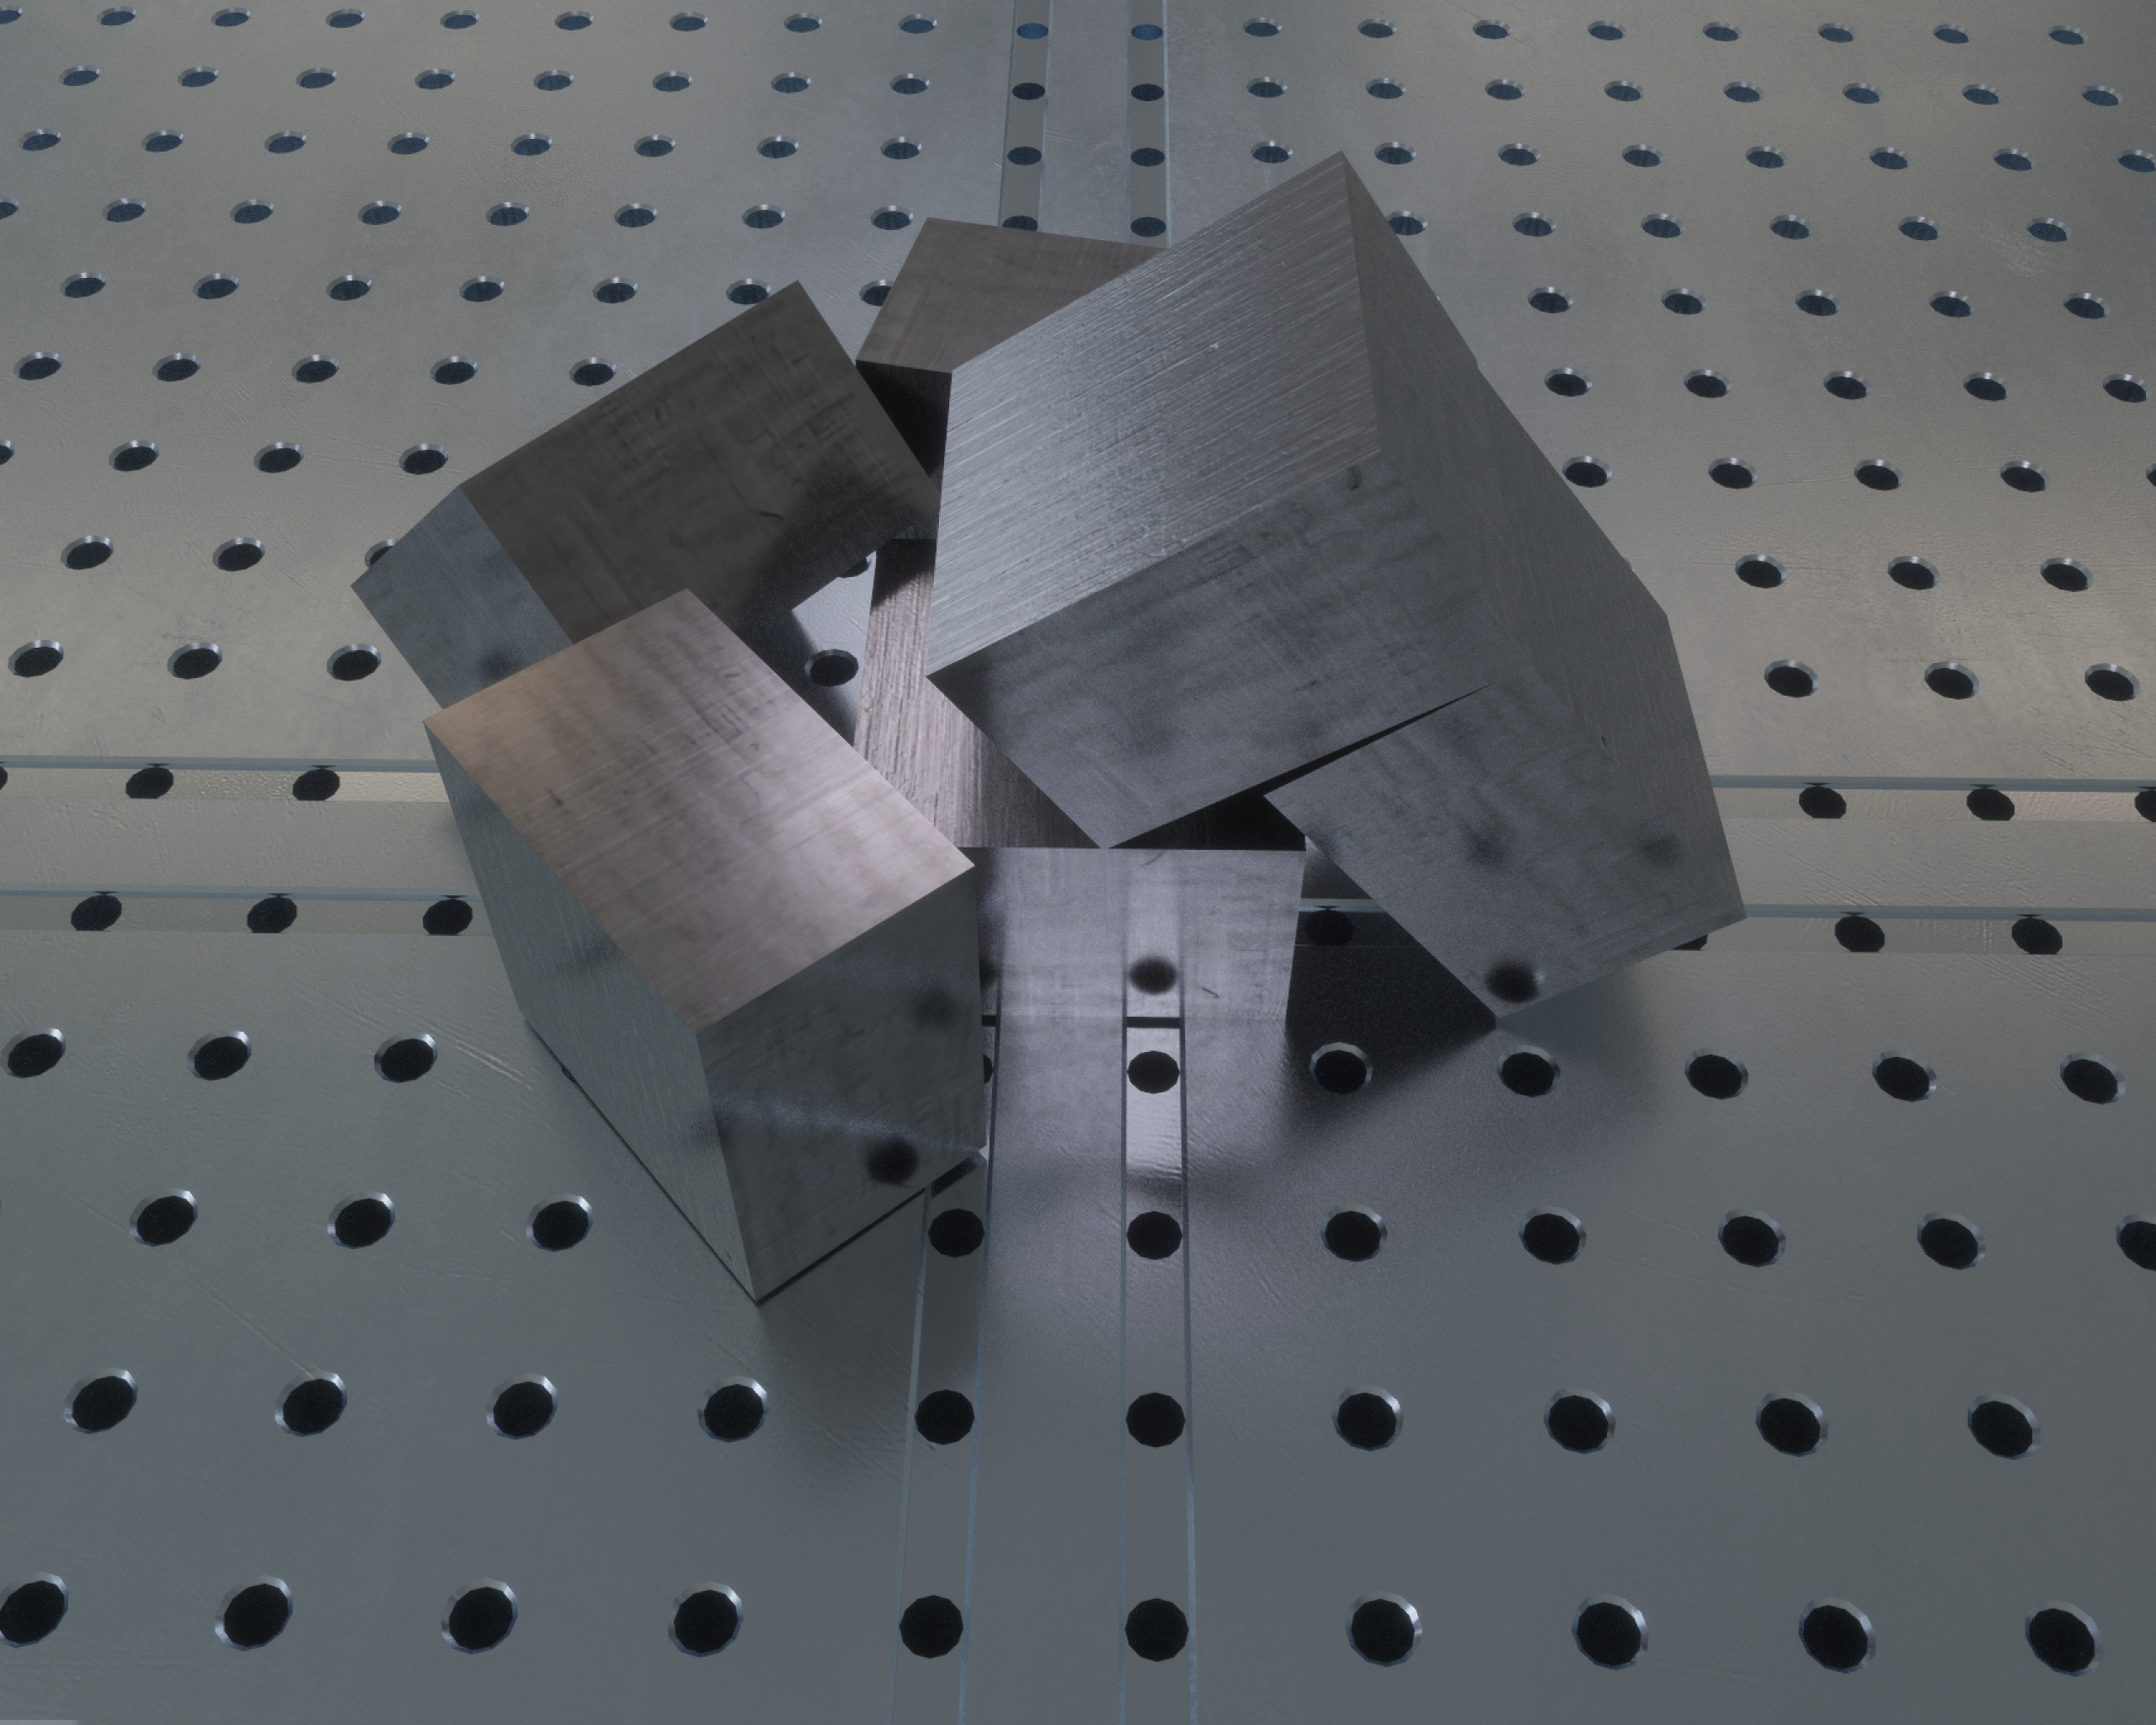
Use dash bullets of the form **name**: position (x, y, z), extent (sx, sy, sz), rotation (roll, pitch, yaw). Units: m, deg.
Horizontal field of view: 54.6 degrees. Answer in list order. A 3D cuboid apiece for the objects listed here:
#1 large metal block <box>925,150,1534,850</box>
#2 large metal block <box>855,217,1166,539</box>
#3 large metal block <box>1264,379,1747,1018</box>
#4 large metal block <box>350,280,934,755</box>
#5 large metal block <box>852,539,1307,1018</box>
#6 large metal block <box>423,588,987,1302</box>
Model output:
- **large metal block**: position (0.024, -0.060, 0.352), extent (0.080, 0.050, 0.080), rotation (-23, 44, 25)
- **large metal block**: position (0.002, -0.083, 0.442), extent (0.080, 0.080, 0.050), rotation (10, 51, 9)
- **large metal block**: position (0.076, -0.031, 0.388), extent (0.050, 0.080, 0.080), rotation (-27, 43, 28)
- **large metal block**: position (-0.087, -0.063, 0.417), extent (0.080, 0.080, 0.050), rotation (-41, 105, -29)
- **large metal block**: position (0.000, -0.017, 0.406), extent (0.080, 0.050, 0.080), rotation (1, 50, 0)
- **large metal block**: position (-0.061, 0.014, 0.358), extent (0.050, 0.080, 0.080), rotation (-32, 58, -25)
